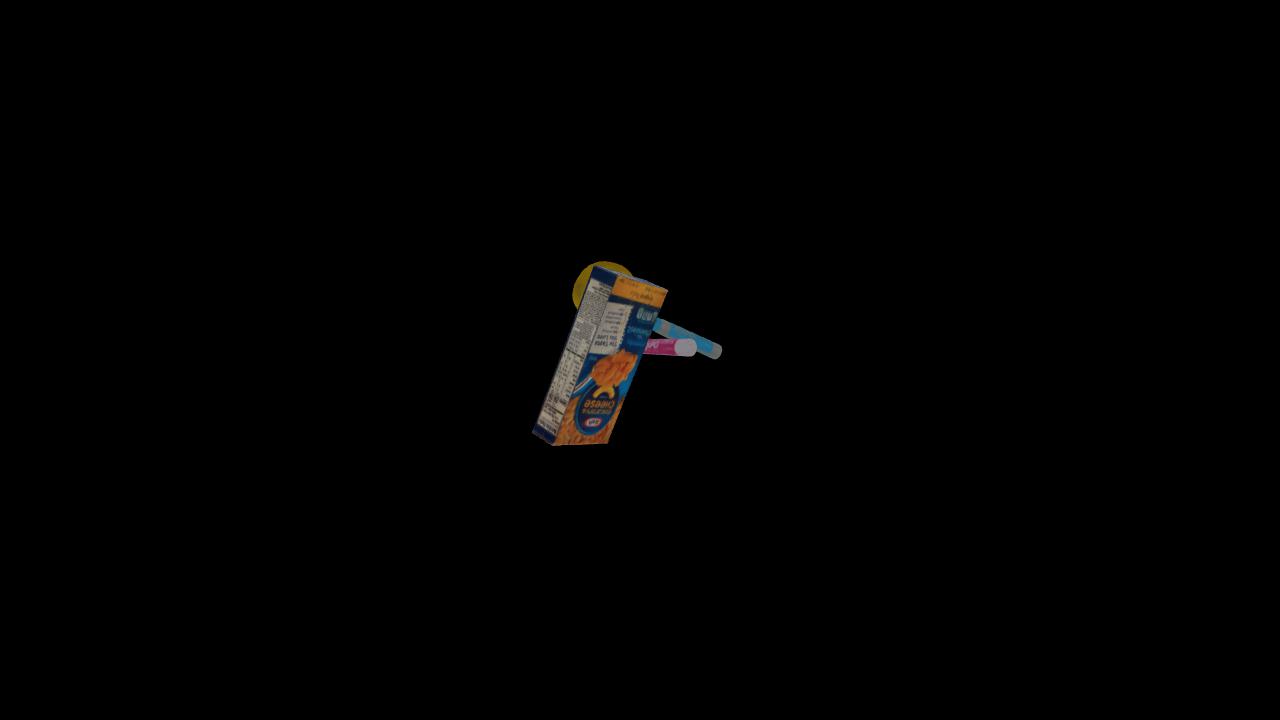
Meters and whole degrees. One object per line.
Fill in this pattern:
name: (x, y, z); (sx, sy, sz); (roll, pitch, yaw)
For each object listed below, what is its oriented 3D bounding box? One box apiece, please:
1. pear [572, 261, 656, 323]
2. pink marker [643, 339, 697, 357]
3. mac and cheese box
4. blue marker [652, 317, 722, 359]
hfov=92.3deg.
pear: (-0.019, -0.067, 0.697); (0.111, 0.080, 0.080); (27, 11, 23)
pink marker: (0.017, -0.014, 0.680); (0.020, 0.020, 0.121); (0, 2, -36)
mac and cheese box: (-0.040, 0.000, 0.643); (0.041, 0.184, 0.093); (27, 11, 32)
blue marker: (0.044, -0.028, 0.696); (0.121, 0.020, 0.020); (22, -13, -33)
